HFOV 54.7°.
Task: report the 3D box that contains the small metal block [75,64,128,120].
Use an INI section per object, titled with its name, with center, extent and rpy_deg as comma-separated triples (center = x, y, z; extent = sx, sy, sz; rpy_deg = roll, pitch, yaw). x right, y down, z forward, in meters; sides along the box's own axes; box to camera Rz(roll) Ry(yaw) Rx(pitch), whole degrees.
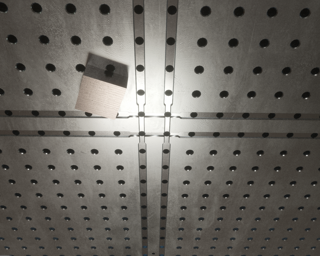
[small metal block]
center = -0.071, -0.042, 0.375
extent = 0.050, 0.025, 0.050
rpy_deg = 16, 128, -14
